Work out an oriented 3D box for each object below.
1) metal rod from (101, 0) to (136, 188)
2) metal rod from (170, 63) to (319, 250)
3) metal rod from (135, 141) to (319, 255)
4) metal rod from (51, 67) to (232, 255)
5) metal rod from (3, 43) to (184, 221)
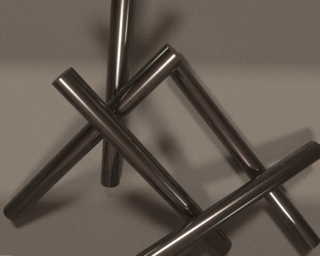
[{"bbox_3d":[-0.047,-0.061,0.349,0.025,0.025,0.298,8,115,-1],"label":"metal rod"},{"bbox_3d":[0.111,0.036,0.412,0.025,0.025,0.300,-38,91,0],"label":"metal rod"},{"bbox_3d":[0.077,0.098,0.369,0.302,0.025,0.025,-29,90,-15],"label":"metal rod"},{"bbox_3d":[-0.004,0.055,0.353,0.025,0.025,0.300,-40,114,0],"label":"metal rod"},{"bbox_3d":[-0.090,0.018,0.360,0.299,0.025,0.025,-42,91,20],"label":"metal rod"}]
